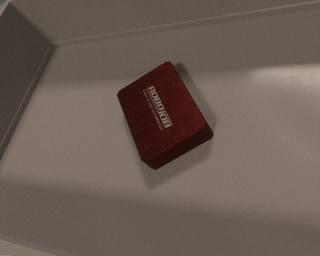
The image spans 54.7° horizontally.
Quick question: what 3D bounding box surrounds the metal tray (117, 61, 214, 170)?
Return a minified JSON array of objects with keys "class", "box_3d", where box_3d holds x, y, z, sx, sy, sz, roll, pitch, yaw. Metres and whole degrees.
[{"class":"metal tray","box_3d":[0.002,-0.020,0.413,0.090,0.030,0.130,-31,52,8]}]
